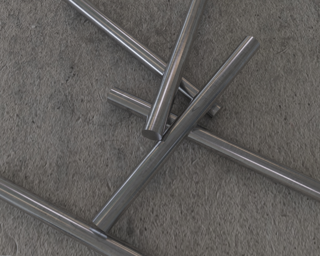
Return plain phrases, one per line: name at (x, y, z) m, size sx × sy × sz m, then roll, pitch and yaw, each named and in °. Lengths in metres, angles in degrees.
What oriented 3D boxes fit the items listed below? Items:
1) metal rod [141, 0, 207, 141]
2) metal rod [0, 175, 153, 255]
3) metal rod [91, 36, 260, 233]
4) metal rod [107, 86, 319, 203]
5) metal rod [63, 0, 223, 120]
metal rod at (0.033, -0.118, 0.430) m, size 0.025 × 0.025 × 0.300 m, roll 16°, pitch 63°, yaw 6°
metal rod at (-0.088, 0.122, 0.362) m, size 0.301 × 0.025 × 0.025 m, roll 25°, pitch 72°, yaw 8°
metal rod at (0.027, -0.001, 0.381) m, size 0.025 × 0.025 × 0.300 m, roll 38°, pitch 78°, yaw 12°
metal rod at (0.069, 0.018, 0.401) m, size 0.301 × 0.025 × 0.025 m, roll 25°, pitch 72°, yaw 9°
metal rod at (-0.034, -0.115, 0.449) m, size 0.300 × 0.025 × 0.025 m, roll 41°, pitch 75°, yaw 13°
